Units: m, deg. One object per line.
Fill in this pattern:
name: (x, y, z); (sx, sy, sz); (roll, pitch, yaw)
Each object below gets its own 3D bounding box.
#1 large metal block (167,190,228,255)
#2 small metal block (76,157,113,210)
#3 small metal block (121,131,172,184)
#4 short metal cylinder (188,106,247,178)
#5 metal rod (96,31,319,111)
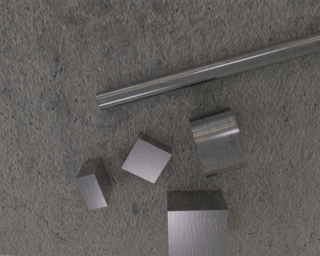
large metal block: (0.052, 0.138, 0.448); (0.080, 0.050, 0.079); (-2, 110, 0)
small metal block: (-0.088, 0.075, 0.423); (0.025, 0.050, 0.050); (-15, 110, 5)
small metal block: (-0.018, 0.040, 0.425); (0.050, 0.025, 0.050); (27, 108, -10)
short metal cylinder: (0.071, 0.017, 0.388); (0.050, 0.080, 0.080); (-17, 109, 6)
metal rod: (0.068, -0.072, 0.384); (0.301, 0.025, 0.025); (-15, 110, 5)
